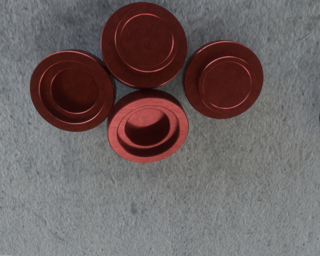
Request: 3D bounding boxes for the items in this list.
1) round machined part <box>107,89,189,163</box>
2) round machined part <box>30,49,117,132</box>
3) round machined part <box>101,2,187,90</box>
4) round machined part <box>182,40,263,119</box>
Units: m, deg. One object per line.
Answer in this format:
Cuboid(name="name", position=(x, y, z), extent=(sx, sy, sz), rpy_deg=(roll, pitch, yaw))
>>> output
Cuboid(name="round machined part", position=(-0.017, -0.006, 0.389), extent=(0.099, 0.042, 0.097), rpy_deg=(-6, 126, -9))
Cuboid(name="round machined part", position=(-0.103, -0.048, 0.382), extent=(0.099, 0.042, 0.097), rpy_deg=(0, 110, 0))
Cuboid(name="round machined part", position=(-0.017, -0.094, 0.349), extent=(0.099, 0.042, 0.097), rpy_deg=(0, 91, -10))
Cuboid(name="round machined part", position=(0.078, -0.057, 0.381), extent=(0.099, 0.042, 0.097), rpy_deg=(0, 110, -1))
